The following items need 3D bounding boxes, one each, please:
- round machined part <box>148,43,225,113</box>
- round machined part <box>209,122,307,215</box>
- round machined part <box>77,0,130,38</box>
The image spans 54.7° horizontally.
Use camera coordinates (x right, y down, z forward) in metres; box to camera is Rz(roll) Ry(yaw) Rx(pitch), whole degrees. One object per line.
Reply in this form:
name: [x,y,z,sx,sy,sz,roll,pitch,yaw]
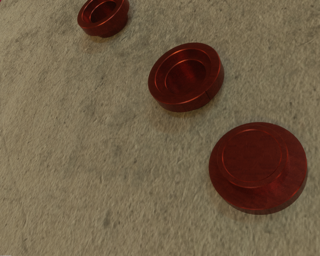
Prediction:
round machined part: [0.037,-0.062,0.410,0.098,0.042,0.098,-13,56,20]
round machined part: [0.098,0.036,0.320,0.098,0.042,0.098,-13,56,20]
round machined part: [-0.098,-0.205,0.568,0.098,0.042,0.098,-13,56,20]
